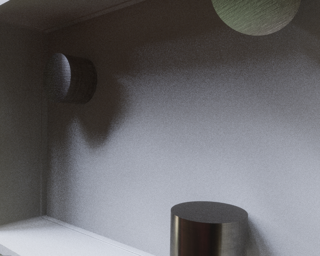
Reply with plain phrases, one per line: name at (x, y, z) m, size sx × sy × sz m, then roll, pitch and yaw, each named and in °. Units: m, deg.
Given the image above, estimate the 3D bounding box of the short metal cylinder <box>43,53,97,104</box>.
short metal cylinder at (-0.150, -0.080, 0.515) m, size 0.080 × 0.050 × 0.080 m, roll 0°, pitch 90°, yaw 40°

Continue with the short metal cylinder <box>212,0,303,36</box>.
short metal cylinder at (0.094, -0.134, 0.286) m, size 0.080 × 0.080 × 0.050 m, roll 4°, pitch 48°, yaw 40°

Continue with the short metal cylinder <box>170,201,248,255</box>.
short metal cylinder at (0.051, 0.113, 0.329) m, size 0.080 × 0.081 × 0.050 m, roll 2°, pitch 92°, yaw 40°
